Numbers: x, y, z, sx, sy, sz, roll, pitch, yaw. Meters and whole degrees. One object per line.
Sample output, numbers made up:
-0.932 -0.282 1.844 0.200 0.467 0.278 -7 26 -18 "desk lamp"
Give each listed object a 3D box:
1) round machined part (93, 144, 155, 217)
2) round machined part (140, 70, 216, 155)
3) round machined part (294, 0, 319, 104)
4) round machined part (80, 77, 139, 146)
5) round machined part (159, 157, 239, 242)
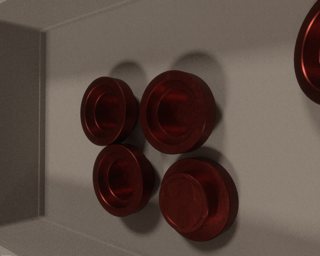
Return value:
-0.046 0.070 0.432 0.098 0.042 0.097 0 90 39 "round machined part"
0.025 -0.018 0.373 0.098 0.042 0.097 0 90 39 "round machined part"
0.158 -0.064 0.246 0.098 0.042 0.097 -177 89 -73 "round machined part"
-0.069 -0.023 0.449 0.098 0.042 0.097 -2 87 40 "round machined part"
0.038 0.084 0.363 0.098 0.042 0.097 0 90 39 "round machined part"
